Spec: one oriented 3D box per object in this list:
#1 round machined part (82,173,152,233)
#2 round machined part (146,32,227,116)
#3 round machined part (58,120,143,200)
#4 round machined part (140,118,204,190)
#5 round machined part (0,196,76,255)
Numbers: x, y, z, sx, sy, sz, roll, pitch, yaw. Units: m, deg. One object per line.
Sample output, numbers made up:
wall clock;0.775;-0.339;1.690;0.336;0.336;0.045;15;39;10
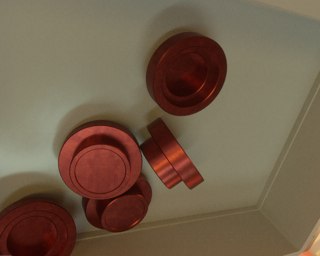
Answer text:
round machined part;-0.055;0.107;0.435;0.099;0.042;0.097;-14;125;-21
round machined part;0.028;-0.067;0.373;0.099;0.042;0.097;-14;125;-21
round machined part;-0.070;0.043;0.367;0.099;0.042;0.097;-3;108;-9
round machined part;0.010;0.038;0.393;0.042;0.098;0.098;-35;130;1
round machined part;-0.157;0.132;0.380;0.099;0.042;0.097;-4;98;-31
